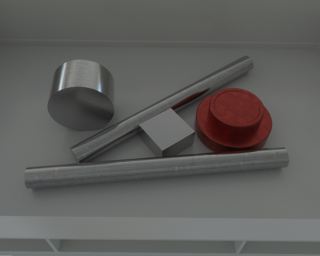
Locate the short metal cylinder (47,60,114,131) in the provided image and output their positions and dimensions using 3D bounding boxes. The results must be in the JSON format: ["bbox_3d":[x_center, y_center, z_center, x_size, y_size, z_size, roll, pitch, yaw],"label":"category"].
[{"bbox_3d":[-0.100,-0.041,0.401,0.081,0.080,0.050,-4,50,-4],"label":"short metal cylinder"}]

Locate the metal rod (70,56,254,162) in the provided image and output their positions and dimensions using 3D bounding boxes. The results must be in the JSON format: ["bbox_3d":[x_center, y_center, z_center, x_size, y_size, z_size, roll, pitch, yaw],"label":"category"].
[{"bbox_3d":[0.018,-0.034,0.432,0.302,0.025,0.025,-30,56,-23],"label":"metal rod"}]

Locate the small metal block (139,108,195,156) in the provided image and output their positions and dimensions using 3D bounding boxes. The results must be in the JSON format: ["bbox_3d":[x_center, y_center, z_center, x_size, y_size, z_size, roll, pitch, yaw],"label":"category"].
[{"bbox_3d":[0.008,0.008,0.396,0.050,0.025,0.050,-29,56,-22],"label":"small metal block"}]

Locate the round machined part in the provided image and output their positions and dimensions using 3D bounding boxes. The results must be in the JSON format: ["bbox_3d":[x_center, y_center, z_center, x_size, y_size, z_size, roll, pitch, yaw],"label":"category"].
[{"bbox_3d":[0.097,-0.015,0.404,0.099,0.042,0.098,0,50,0],"label":"round machined part"}]

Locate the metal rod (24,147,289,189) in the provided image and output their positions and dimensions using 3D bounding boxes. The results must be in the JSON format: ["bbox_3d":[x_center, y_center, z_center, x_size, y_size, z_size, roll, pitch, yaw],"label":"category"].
[{"bbox_3d":[0.000,0.046,0.364,0.302,0.025,0.025,-4,50,-4],"label":"metal rod"}]
